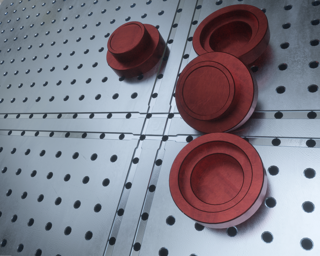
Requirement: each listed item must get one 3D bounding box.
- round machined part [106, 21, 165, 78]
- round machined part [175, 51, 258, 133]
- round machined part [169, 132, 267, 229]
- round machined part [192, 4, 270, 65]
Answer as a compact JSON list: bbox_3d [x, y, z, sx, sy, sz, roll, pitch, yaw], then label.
[{"bbox_3d":[-0.046,-0.133,0.501,0.098,0.042,0.098,-13,56,20],"label":"round machined part"},{"bbox_3d":[0.061,-0.042,0.364,0.098,0.042,0.097,0,90,30],"label":"round machined part"},{"bbox_3d":[0.063,0.057,0.329,0.098,0.042,0.098,-13,56,20],"label":"round machined part"},{"bbox_3d":[0.097,-0.115,0.416,0.098,0.042,0.098,-13,56,20],"label":"round machined part"}]
